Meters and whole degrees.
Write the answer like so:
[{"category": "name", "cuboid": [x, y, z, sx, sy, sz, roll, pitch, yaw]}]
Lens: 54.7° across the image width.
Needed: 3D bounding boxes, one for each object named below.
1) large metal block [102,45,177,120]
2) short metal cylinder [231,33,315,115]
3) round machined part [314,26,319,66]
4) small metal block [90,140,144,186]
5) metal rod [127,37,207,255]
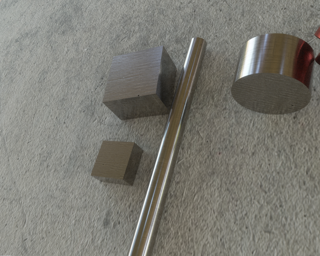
[{"category": "large metal block", "cuboid": [-0.026, -0.062, 0.438, 0.080, 0.050, 0.080, -6, 59, 24]}, {"category": "short metal cylinder", "cuboid": [0.123, -0.056, 0.338, 0.080, 0.080, 0.050, 4, 64, 29]}, {"category": "round machined part", "cuboid": [0.198, -0.069, 0.308, 0.098, 0.099, 0.042, 53, 128, 39]}, {"category": "small metal block", "cuboid": [-0.055, 0.045, 0.404, 0.050, 0.025, 0.050, 2, 62, 28]}, {"category": "metal rod", "cuboid": [0.016, 0.009, 0.388, 0.025, 0.025, 0.300, 3, 63, 29]}]
